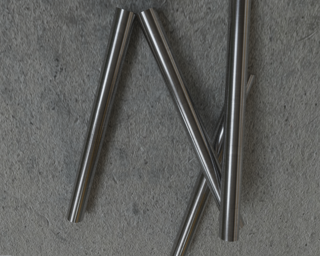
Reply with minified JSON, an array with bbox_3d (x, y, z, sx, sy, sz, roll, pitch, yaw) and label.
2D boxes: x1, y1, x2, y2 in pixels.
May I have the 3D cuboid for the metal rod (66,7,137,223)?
[{"bbox_3d":[-0.082,-0.002,0.407,0.025,0.025,0.298,16,109,-6],"label":"metal rod"}]

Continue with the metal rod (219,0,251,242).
[{"bbox_3d":[0.089,-0.010,0.372,0.025,0.025,0.298,1,97,-1],"label":"metal rod"}]

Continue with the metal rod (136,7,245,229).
[{"bbox_3d":[0.043,-0.001,0.390,0.025,0.025,0.299,-22,102,8],"label":"metal rod"}]

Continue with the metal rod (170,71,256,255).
[{"bbox_3d":[0.067,0.065,0.434,0.025,0.025,0.298,15,109,-6],"label":"metal rod"}]
